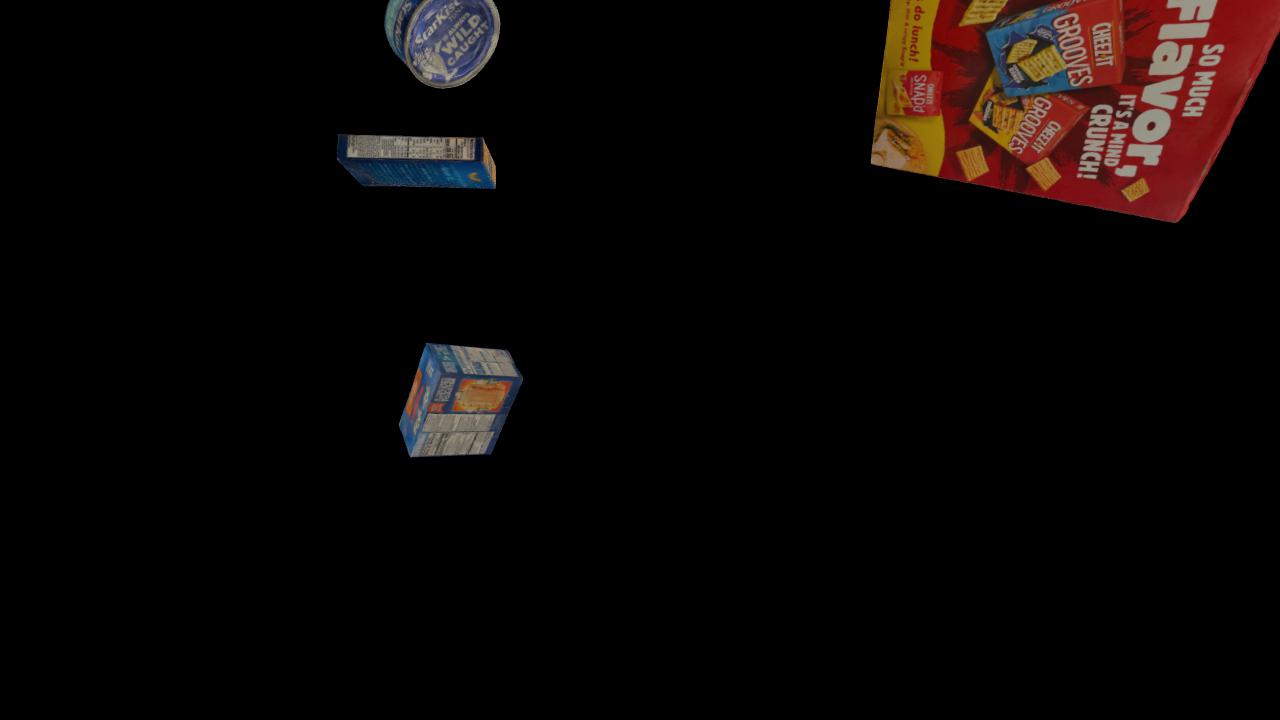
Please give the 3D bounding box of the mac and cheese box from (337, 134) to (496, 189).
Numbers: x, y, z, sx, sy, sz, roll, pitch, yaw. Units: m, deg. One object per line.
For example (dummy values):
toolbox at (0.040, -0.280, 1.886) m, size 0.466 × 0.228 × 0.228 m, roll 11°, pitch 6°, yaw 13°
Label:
mac and cheese box at (-0.293, -0.263, 0.822) m, size 0.184 × 0.041 × 0.093 m, roll 0°, pitch -7°, yaw -4°

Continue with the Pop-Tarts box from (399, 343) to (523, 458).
Pop-Tarts box at (-0.290, 0.067, 0.991) m, size 0.141 × 0.167 × 0.083 m, roll 4°, pitch 33°, yaw -40°

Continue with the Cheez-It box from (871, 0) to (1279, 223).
Cheez-It box at (0.291, -0.208, 0.437) m, size 0.223 × 0.166 × 0.071 m, roll 25°, pitch 50°, yaw 34°

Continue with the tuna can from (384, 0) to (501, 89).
tuna can at (-0.153, -0.259, 0.480) m, size 0.084 × 0.034 × 0.084 m, roll -39°, pitch -14°, yaw -12°
